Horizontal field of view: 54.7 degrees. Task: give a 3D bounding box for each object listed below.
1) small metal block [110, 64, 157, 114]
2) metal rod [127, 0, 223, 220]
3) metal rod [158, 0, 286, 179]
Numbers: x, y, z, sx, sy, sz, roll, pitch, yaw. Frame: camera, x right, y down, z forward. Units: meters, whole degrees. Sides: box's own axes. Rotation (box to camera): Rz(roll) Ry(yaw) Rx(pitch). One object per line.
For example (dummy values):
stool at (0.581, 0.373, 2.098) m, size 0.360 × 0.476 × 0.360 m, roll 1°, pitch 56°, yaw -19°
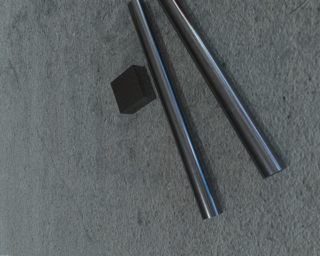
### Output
small metal block at (-0.038, -0.053, 0.437) m, size 0.050 × 0.025 × 0.050 m, roll -31°, pitch 71°, yaw 35°
metal rod at (0.014, -0.036, 0.393) m, size 0.025 × 0.025 × 0.299 m, roll -30°, pitch 71°, yaw 36°
metal rod at (0.052, -0.080, 0.361) m, size 0.025 × 0.025 × 0.299 m, roll -40°, pitch 66°, yaw 33°
